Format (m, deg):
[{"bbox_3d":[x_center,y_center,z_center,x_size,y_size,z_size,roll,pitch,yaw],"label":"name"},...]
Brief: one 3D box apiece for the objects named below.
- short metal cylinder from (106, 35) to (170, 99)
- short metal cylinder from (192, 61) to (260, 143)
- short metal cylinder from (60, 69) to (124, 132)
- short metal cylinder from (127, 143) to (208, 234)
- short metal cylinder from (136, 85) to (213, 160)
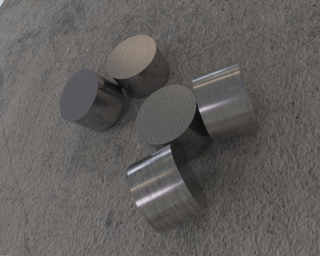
[{"bbox_3d":[-0.031,-0.090,0.460,0.080,0.050,0.080,-13,56,21],"label":"short metal cylinder"},{"bbox_3d":[0.075,-0.028,0.347,0.050,0.080,0.080,-19,55,17],"label":"short metal cylinder"},{"bbox_3d":[-0.100,-0.040,0.453,0.080,0.050,0.080,-14,65,34],"label":"short metal cylinder"},{"bbox_3d":[0.009,0.063,0.325,0.050,0.080,0.080,-29,52,10],"label":"short metal cylinder"},{"bbox_3d":[0.018,-0.005,0.377,0.080,0.050,0.080,-17,54,25],"label":"short metal cylinder"}]
